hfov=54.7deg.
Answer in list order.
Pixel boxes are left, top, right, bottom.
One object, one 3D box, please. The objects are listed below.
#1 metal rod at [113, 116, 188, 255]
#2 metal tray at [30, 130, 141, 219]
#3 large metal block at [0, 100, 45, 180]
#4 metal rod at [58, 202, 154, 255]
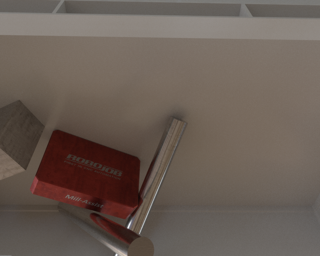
[{"bbox_3d":[-0.031,0.126,0.424,0.025,0.025,0.298,20,98,-16],"label":"metal rod"},{"bbox_3d":[-0.093,0.062,0.417,0.131,0.090,0.030,21,127,-18],"label":"metal tray"},{"bbox_3d":[-0.204,0.020,0.387,0.080,0.080,0.050,-20,127,16],"label":"large metal block"},{"bbox_3d":[-0.088,0.119,0.394,0.025,0.025,0.299,30,161,-23],"label":"metal rod"}]
